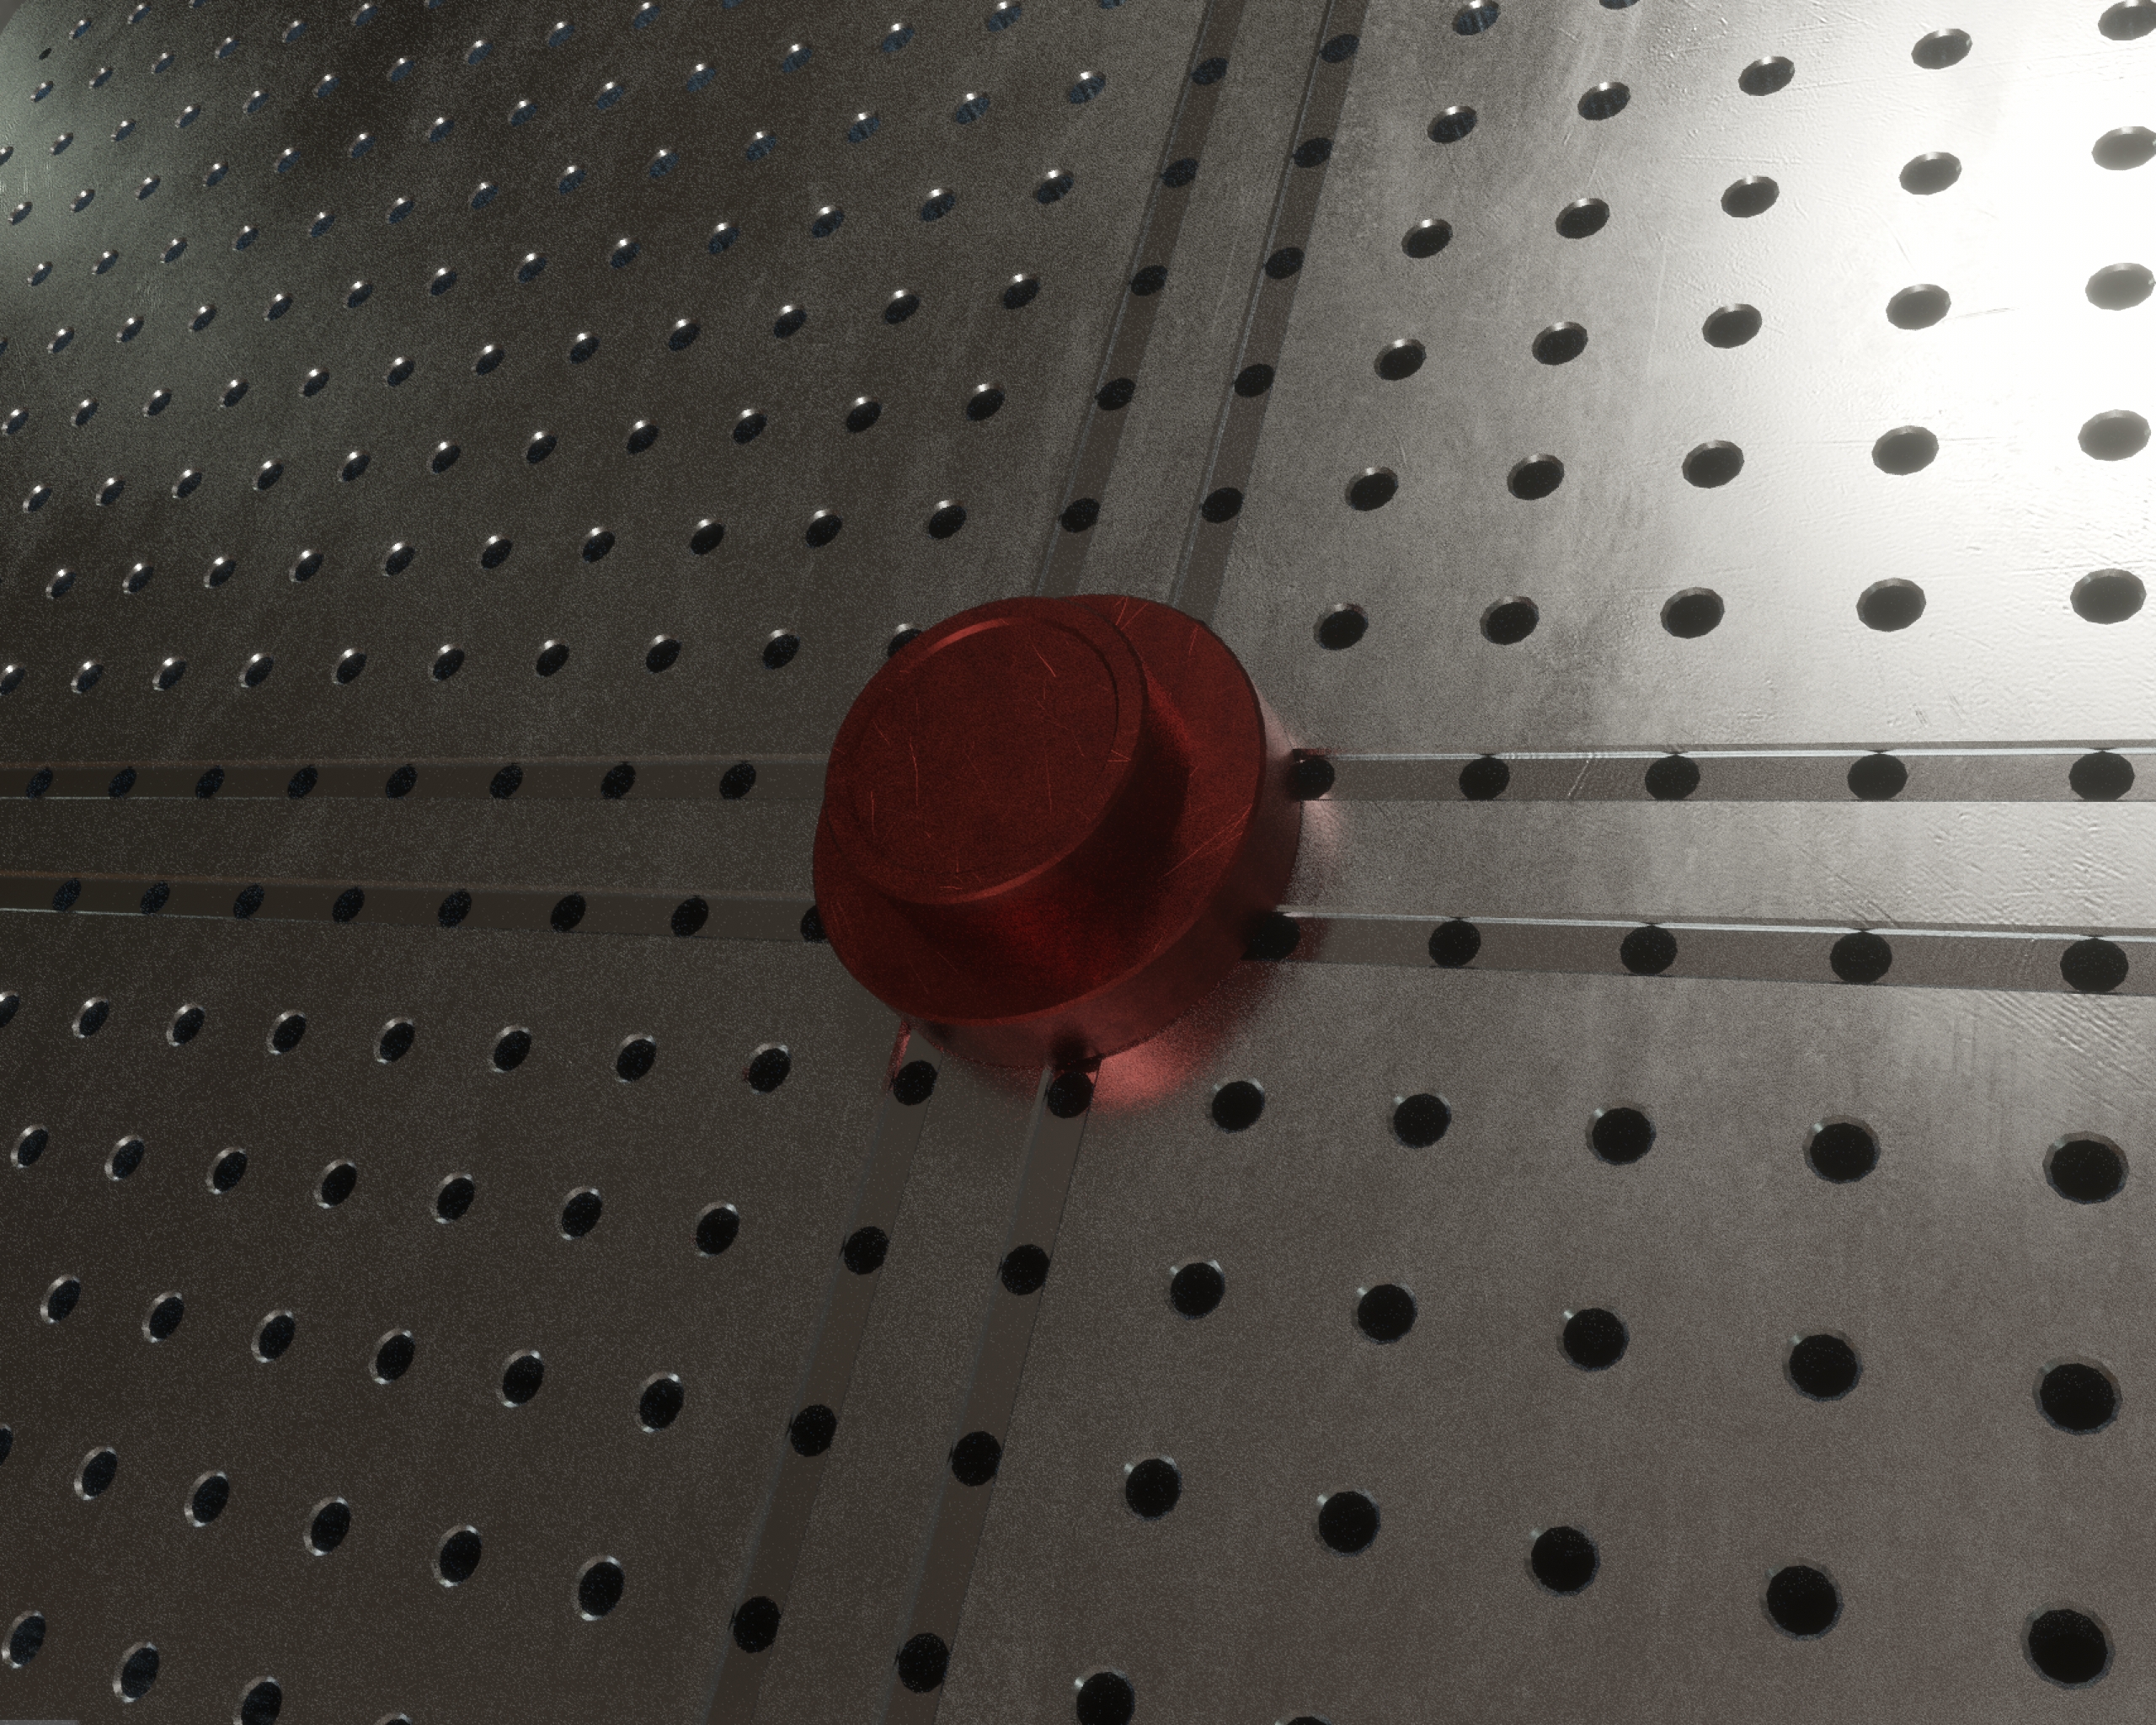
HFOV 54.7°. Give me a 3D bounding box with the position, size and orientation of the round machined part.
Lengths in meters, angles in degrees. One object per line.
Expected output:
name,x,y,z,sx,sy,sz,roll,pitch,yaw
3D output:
round machined part,-0.010,-0.013,0.409,0.098,0.042,0.098,-13,56,20
